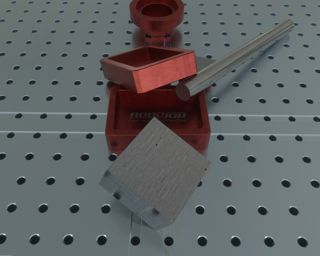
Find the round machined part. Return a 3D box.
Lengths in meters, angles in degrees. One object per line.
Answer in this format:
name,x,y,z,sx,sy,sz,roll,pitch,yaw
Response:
round machined part,-0.006,-0.205,0.569,0.099,0.042,0.098,0,50,0

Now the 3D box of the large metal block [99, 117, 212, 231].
large metal block,-0.005,0.049,0.333,0.080,0.050,0.080,39,57,2

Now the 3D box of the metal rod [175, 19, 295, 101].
metal rod,0.132,-0.117,0.484,0.025,0.025,0.302,36,51,26

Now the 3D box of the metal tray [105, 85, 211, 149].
metal tray,-0.003,-0.017,0.417,0.131,0.030,0.090,-1,50,-1

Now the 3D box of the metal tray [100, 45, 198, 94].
metal tray,-0.020,-0.088,0.439,0.091,0.030,0.130,-23,27,-22

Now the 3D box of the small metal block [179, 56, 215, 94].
small metal block,0.061,-0.084,0.479,0.050,0.025,0.050,16,52,13
